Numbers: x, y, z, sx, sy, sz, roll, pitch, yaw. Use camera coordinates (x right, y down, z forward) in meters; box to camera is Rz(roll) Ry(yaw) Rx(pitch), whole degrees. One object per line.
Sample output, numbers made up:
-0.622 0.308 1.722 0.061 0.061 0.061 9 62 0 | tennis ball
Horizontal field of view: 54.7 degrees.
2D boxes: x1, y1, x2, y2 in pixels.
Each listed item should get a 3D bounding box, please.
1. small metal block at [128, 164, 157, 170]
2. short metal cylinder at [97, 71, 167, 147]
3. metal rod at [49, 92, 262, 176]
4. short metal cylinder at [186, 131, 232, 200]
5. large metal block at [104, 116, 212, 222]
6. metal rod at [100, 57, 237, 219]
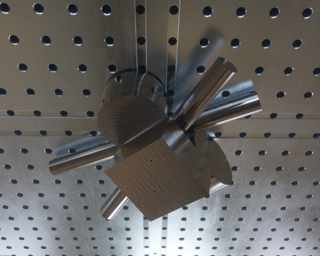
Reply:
-0.030 0.054 0.453 0.050 0.025 0.050 -22 127 17 | small metal block
-0.032 -0.021 0.373 0.081 0.050 0.079 0 130 0 | short metal cylinder
-0.017 0.013 0.418 0.301 0.025 0.025 -18 128 14 | metal rod
0.052 0.050 0.415 0.050 0.080 0.080 -35 122 27 | short metal cylinder
0.000 0.047 0.347 0.080 0.050 0.080 -32 106 25 | large metal block
-0.006 0.033 0.403 0.025 0.025 0.298 24 126 -19 | metal rod
